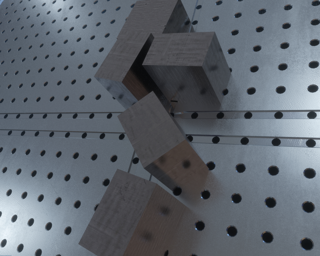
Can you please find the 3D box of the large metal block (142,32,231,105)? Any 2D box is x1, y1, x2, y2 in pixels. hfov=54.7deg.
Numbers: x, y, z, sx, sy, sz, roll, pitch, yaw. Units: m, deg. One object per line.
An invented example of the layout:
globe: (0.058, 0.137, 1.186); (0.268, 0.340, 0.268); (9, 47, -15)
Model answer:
large metal block: (0.037, -0.075, 0.399); (0.080, 0.080, 0.050); (8, 66, 31)

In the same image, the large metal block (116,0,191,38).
large metal block: (-0.009, -0.156, 0.491); (0.080, 0.050, 0.080); (10, 67, 32)

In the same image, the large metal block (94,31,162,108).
large metal block: (-0.033, -0.077, 0.436); (0.050, 0.080, 0.080); (16, 70, 34)

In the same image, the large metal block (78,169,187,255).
large metal block: (-0.024, 0.100, 0.323); (0.050, 0.080, 0.080); (14, 69, 33)

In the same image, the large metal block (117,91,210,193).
large metal block: (0.005, 0.017, 0.359); (0.050, 0.080, 0.080); (-35, 52, 5)
